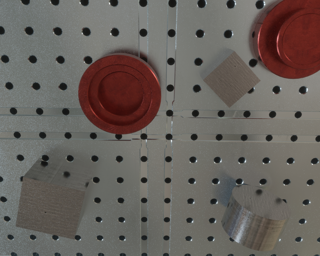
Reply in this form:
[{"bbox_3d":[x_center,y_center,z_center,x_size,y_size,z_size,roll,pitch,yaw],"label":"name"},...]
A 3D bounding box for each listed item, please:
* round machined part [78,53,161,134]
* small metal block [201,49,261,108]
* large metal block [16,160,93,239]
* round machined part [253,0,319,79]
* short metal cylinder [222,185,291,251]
[{"bbox_3d":[-0.048,-0.045,0.387,0.099,0.042,0.097,0,110,0],"label":"round machined part"},{"bbox_3d":[0.088,-0.063,0.391,0.050,0.025,0.050,-43,105,14],"label":"small metal block"},{"bbox_3d":[-0.147,0.100,0.435,0.080,0.050,0.079,15,109,-6],"label":"large metal block"},{"bbox_3d":[0.165,-0.106,0.366,0.099,0.042,0.097,0,110,0],"label":"round machined part"},{"bbox_3d":[0.132,0.122,0.430,0.080,0.080,0.050,12,110,-5],"label":"short metal cylinder"}]
